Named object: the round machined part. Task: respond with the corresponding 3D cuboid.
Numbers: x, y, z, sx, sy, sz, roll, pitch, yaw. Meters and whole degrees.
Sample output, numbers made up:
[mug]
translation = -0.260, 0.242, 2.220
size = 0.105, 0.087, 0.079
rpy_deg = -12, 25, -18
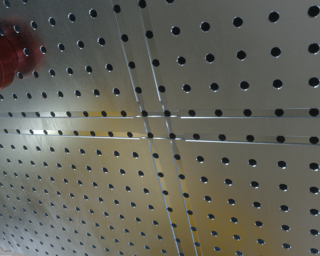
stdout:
[round machined part]
translation = -0.259, -0.107, 0.472
size = 0.098, 0.042, 0.097
rpy_deg = 13, 124, 21
